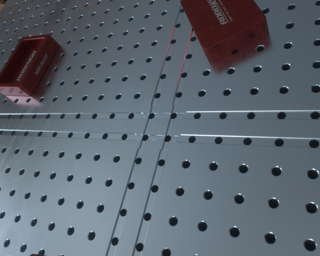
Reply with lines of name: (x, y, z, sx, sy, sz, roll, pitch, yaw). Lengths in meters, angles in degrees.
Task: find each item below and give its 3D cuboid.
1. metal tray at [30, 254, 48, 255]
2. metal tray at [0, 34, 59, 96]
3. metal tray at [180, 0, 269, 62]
metal tray: (-0.103, 0.200, 0.304, 0.091, 0.030, 0.130, 13, 61, -10)
metal tray: (-0.270, -0.128, 0.627, 0.090, 0.030, 0.130, 5, 64, 30)
metal tray: (0.091, -0.167, 0.461, 0.090, 0.030, 0.130, -25, 53, 12)
